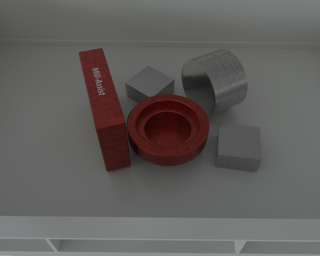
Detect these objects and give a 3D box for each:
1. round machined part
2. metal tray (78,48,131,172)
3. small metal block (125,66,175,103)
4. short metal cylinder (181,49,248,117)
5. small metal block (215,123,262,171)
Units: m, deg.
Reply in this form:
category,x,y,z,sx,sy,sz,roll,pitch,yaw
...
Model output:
category,x,y,z,sx,sy,sz,roll,pitch,yaw
round machined part,0.009,0.007,0.385,0.099,0.042,0.098,0,50,0
metal tray,-0.068,-0.024,0.380,0.030,0.089,0.130,-13,51,-11
small metal block,-0.014,-0.059,0.452,0.050,0.025,0.050,32,57,25
short metal cylinder,0.072,-0.061,0.419,0.050,0.080,0.080,-23,54,-18
small metal block,0.097,0.023,0.385,0.050,0.025,0.050,6,50,7
